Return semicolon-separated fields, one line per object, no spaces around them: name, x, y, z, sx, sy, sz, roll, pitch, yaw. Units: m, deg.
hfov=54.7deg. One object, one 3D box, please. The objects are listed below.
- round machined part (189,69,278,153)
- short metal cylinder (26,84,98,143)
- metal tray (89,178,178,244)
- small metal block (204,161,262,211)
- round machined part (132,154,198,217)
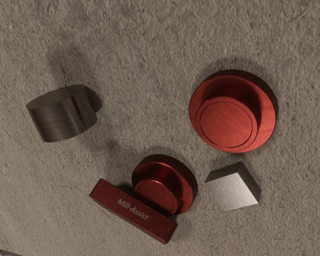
round machined part;0.078;-0.012;0.346;0.098;0.042;0.097;13;124;20
short metal cylinder;-0.133;-0.022;0.426;0.080;0.080;0.050;-3;117;29
metal tray;-0.039;0.131;0.476;0.130;0.030;0.090;29;160;9
small metal block;0.095;0.077;0.403;0.050;0.025;0.050;-27;104;37
round machined part;0.001;0.090;0.449;0.098;0.042;0.097;13;124;20
